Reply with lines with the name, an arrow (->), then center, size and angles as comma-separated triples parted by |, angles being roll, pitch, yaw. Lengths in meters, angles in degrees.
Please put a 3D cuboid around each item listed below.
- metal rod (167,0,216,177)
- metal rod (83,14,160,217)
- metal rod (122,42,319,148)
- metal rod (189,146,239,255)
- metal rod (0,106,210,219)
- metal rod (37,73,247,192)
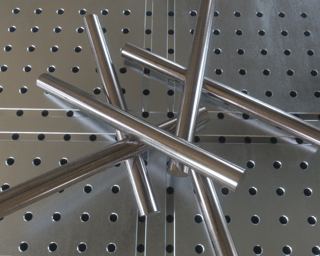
metal rod -> 0.048, -0.081, 0.414 | 0.025, 0.025, 0.300 | 10, 65, 4
metal rod -> -0.058, -0.030, 0.422 | 0.025, 0.025, 0.299 | -17, 71, -6
metal rod -> 0.084, -0.049, 0.430 | 0.301, 0.025, 0.025 | 26, 72, 9
metal rod -> 0.082, 0.162, 0.352 | 0.025, 0.025, 0.299 | -15, 71, -5
metal rod -> -0.068, 0.037, 0.359 | 0.302, 0.025, 0.025 | -24, 71, -24
metal rod -> -0.042, -0.007, 0.369 | 0.300, 0.025, 0.025 | 26, 71, 27
